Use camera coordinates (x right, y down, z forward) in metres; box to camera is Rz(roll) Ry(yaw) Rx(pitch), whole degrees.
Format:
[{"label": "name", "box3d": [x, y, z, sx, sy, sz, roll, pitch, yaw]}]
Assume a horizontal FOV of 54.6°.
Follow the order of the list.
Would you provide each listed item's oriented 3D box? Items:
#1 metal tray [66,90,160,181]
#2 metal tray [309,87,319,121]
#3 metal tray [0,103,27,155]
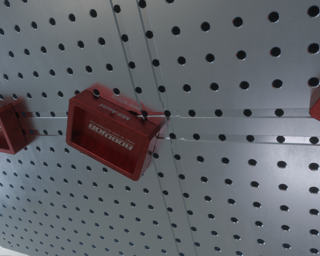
[{"label": "metal tray", "box3d": [-0.073, 0.012, 0.454, 0.130, 0.030, 0.089, 27, 128, 11]}, {"label": "metal tray", "box3d": [0.208, -0.045, 0.269, 0.090, 0.030, 0.129, 30, 128, 9]}, {"label": "metal tray", "box3d": [-0.316, -0.003, 0.573, 0.130, 0.030, 0.089, 7, 122, 24]}]
